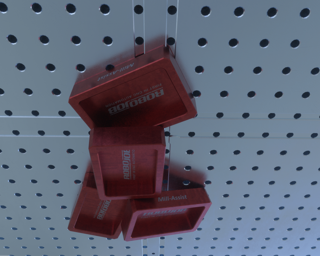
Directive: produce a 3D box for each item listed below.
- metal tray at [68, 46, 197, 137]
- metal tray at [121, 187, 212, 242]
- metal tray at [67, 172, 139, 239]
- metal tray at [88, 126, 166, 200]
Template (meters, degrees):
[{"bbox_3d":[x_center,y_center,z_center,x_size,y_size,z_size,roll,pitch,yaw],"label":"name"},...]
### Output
[{"bbox_3d":[-0.031,-0.033,0.379,0.130,0.030,0.090,-20,128,16],"label":"metal tray"},{"bbox_3d":[0.009,0.141,0.505,0.131,0.030,0.089,-1,133,-21],"label":"metal tray"},{"bbox_3d":[-0.096,0.135,0.521,0.091,0.030,0.129,16,128,-14],"label":"metal tray"},{"bbox_3d":[-0.042,0.051,0.417,0.091,0.030,0.129,-2,139,-5],"label":"metal tray"}]
